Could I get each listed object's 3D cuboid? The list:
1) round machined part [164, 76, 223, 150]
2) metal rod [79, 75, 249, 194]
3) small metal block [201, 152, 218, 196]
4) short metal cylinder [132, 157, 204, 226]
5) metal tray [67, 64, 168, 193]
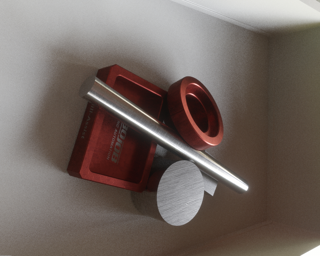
[{"bbox_3d":[0.040,-0.016,0.413,0.098,0.042,0.098,32,45,-39],"label":"round machined part"},{"bbox_3d":[0.028,0.025,0.393,0.301,0.025,0.025,34,69,-38],"label":"metal rod"},{"bbox_3d":[0.064,0.066,0.460,0.050,0.025,0.050,39,66,-34],"label":"small metal block"},{"bbox_3d":[0.011,0.079,0.399,0.081,0.050,0.079,0,90,-40],"label":"short metal cylinder"},{"bbox_3d":[-0.044,0.003,0.364,0.090,0.030,0.130,24,75,-38],"label":"metal tray"}]
